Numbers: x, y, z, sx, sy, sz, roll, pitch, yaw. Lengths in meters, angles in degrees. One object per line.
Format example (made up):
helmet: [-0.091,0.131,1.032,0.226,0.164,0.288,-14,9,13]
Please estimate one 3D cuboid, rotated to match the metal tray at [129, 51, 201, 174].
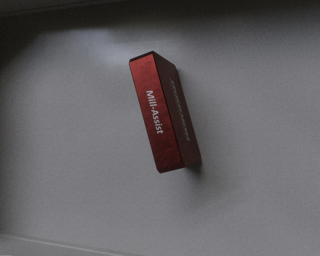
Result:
metal tray: [0.009,-0.017,0.370,0.030,0.090,0.129,-17,85,18]
